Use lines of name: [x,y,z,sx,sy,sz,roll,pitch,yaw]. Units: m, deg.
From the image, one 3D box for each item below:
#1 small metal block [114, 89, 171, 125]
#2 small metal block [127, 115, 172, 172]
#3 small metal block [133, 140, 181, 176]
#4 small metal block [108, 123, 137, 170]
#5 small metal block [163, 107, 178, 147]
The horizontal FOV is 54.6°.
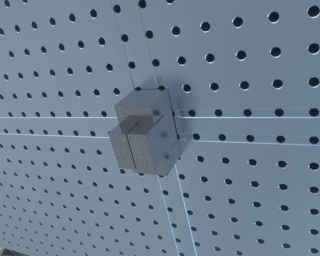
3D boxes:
small metal block: [-0.021,-0.027,0.389,0.050,0.050,0.025,2,120,27]
small metal block: [-0.011,0.017,0.380,0.025,0.050,0.050,3,120,28]
small metal block: [-0.005,0.038,0.421,0.050,0.050,0.025,2,119,27]
small metal block: [-0.035,0.017,0.392,0.025,0.050,0.050,2,119,27]
small metal block: [-0.008,-0.001,0.415,0.050,0.025,0.050,2,120,28]
